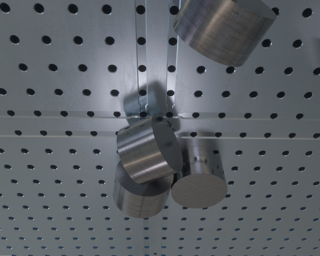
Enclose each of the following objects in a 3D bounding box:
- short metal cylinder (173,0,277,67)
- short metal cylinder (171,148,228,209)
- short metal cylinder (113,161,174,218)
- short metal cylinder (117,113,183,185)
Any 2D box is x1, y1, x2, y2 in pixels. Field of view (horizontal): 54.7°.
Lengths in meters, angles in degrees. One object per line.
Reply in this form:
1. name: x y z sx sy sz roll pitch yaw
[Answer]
1. short metal cylinder: 0.059 -0.102 0.289 0.080 0.080 0.050 19 127 -16
2. short metal cylinder: 0.056 0.075 0.460 0.081 0.050 0.079 0 130 0
3. short metal cylinder: -0.025 0.081 0.444 0.081 0.080 0.050 8 130 -7
4. short metal cylinder: -0.011 0.027 0.398 0.050 0.080 0.080 -24 126 19
